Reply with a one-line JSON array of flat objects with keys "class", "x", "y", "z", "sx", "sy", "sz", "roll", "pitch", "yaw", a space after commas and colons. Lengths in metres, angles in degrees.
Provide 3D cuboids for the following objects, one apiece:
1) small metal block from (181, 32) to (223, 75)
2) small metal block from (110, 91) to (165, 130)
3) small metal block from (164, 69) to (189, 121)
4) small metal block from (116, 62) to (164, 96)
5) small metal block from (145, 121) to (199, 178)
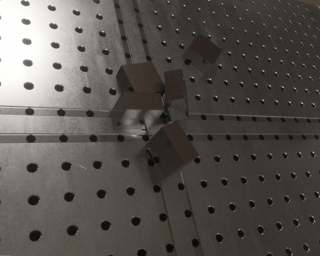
[{"class": "small metal block", "x": 0.072, "y": -0.127, "z": 0.527, "sx": 0.050, "sy": 0.025, "sz": 0.050, "roll": 37, "pitch": 51, "yaw": -4}, {"class": "small metal block", "x": -0.029, "y": -0.021, "z": 0.390, "sx": 0.050, "sy": 0.050, "sz": 0.025, "roll": -1, "pitch": 62, "yaw": -29}, {"class": "small metal block", "x": 0.024, "y": -0.045, "z": 0.431, "sx": 0.025, "sy": 0.050, "sz": 0.050, "roll": -7, "pitch": 59, "yaw": 9}, {"class": "small metal block", "x": -0.026, "y": -0.063, "z": 0.434, "sx": 0.050, "sy": 0.025, "sz": 0.050, "roll": -15, "pitch": 70, "yaw": -34}, {"class": "small metal block", "x": 0.014, "y": 0.027, "z": 0.384, "sx": 0.025, "sy": 0.050, "sz": 0.050, "roll": -22, "pitch": 74, "yaw": -36}]
